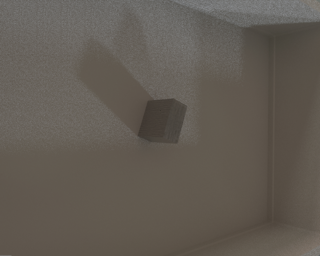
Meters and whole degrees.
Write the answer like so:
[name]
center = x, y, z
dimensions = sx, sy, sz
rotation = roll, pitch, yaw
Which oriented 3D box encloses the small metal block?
[small metal block]
center = 0.003, -0.008, 0.395
dimensions = 0.025, 0.050, 0.050
rotation = 25, 74, -38
